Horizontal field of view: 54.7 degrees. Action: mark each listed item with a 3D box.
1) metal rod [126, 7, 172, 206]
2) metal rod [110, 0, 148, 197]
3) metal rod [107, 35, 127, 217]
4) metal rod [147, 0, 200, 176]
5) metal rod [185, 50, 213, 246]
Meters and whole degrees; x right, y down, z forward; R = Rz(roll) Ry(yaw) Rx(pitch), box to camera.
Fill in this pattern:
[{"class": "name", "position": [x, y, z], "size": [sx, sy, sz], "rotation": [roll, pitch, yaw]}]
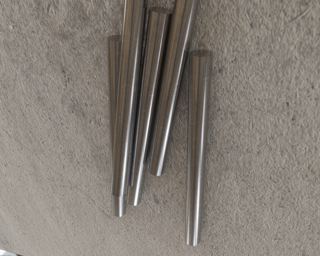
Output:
[{"class": "metal rod", "position": [-0.021, -0.005, 0.413], "size": [0.025, 0.025, 0.298], "rotation": [21, 126, 15]}, {"class": "metal rod", "position": [-0.041, -0.032, 0.388], "size": [0.025, 0.025, 0.298], "rotation": [19, 122, 16]}, {"class": "metal rod", "position": [-0.060, 0.018, 0.447], "size": [0.025, 0.025, 0.298], "rotation": [17, 125, 18]}, {"class": "metal rod", "position": [0.015, -0.060, 0.360], "size": [0.025, 0.025, 0.298], "rotation": [21, 126, 15]}, {"class": "metal rod", "position": [0.048, 0.047, 0.409], "size": [0.025, 0.025, 0.298], "rotation": [12, 124, 21]}]
